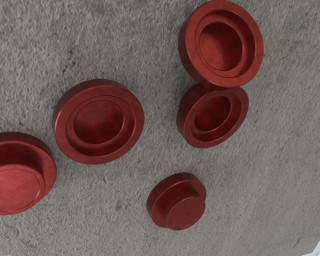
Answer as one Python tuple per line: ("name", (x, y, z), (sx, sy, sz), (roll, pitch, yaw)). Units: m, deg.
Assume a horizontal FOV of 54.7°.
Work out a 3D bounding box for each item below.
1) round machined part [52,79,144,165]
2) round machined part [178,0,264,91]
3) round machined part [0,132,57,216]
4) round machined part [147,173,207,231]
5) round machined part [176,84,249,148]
("round machined part", (-0.071, -0.010, 0.351), (0.099, 0.042, 0.097), (-14, 124, -21))
("round machined part", (0.066, -0.091, 0.356), (0.099, 0.042, 0.097), (1, 86, -20))
("round machined part", (-0.165, 0.057, 0.341), (0.099, 0.042, 0.097), (-14, 124, -21))
("round machined part", (0.032, 0.122, 0.489), (0.099, 0.042, 0.097), (-14, 124, -21))
("round machined part", (0.065, -0.024, 0.412), (0.099, 0.042, 0.097), (-17, 132, -19))
